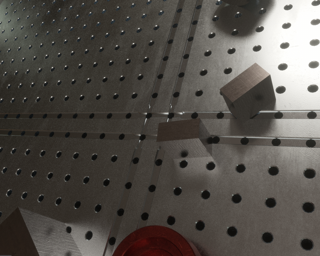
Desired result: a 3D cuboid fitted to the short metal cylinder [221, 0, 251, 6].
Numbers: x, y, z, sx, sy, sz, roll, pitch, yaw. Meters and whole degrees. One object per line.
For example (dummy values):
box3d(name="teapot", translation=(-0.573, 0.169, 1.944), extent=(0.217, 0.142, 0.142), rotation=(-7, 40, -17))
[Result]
box3d(name="short metal cylinder", translation=(0.113, -0.228, 0.453), extent=(0.080, 0.080, 0.050), rotation=(26, 76, 36))

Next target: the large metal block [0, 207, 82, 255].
box3d(name="large metal block", translation=(-0.138, 0.146, 0.354), extent=(0.050, 0.080, 0.080), rotation=(-45, 51, -3))

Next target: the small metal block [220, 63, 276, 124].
box3d(name="small metal block", translation=(0.104, -0.039, 0.361), extent=(0.050, 0.050, 0.025), rotation=(-37, 51, 3))

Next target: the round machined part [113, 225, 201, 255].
box3d(name="round machined part", translation=(-0.001, 0.150, 0.305), extent=(0.098, 0.042, 0.098), rotation=(-13, 56, 20))

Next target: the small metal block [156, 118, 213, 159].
box3d(name="small metal block", translation=(0.030, 0.014, 0.367), extent=(0.050, 0.050, 0.025), rotation=(-6, 59, 24))
